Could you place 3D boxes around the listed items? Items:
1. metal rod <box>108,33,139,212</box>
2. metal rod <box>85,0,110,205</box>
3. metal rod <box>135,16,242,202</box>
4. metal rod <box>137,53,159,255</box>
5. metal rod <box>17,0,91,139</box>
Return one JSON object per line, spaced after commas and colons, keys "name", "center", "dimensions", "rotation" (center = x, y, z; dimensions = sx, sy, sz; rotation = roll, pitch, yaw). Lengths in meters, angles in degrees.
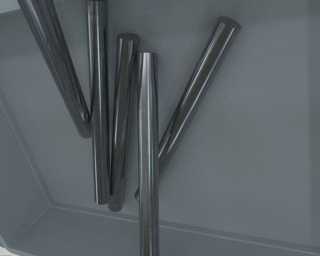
{"name": "metal rod", "center": [-0.057, 0.014, 0.446], "dimensions": [0.025, 0.025, 0.298], "rotation": [21, 126, 16]}
{"name": "metal rod", "center": [-0.083, -0.016, 0.426], "dimensions": [0.025, 0.025, 0.298], "rotation": [15, 120, 20]}
{"name": "metal rod", "center": [0.021, 0.002, 0.398], "dimensions": [0.025, 0.025, 0.298], "rotation": [31, 128, 8]}
{"name": "metal rod", "center": [-0.014, 0.061, 0.383], "dimensions": [0.025, 0.025, 0.298], "rotation": [3, 98, 26]}
{"name": "metal rod", "center": [-0.103, -0.055, 0.337], "dimensions": [0.025, 0.025, 0.299], "rotation": [30, 158, 9]}
